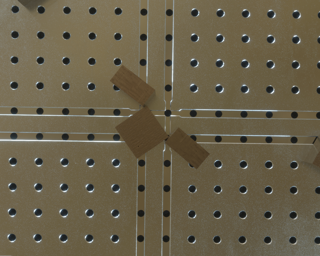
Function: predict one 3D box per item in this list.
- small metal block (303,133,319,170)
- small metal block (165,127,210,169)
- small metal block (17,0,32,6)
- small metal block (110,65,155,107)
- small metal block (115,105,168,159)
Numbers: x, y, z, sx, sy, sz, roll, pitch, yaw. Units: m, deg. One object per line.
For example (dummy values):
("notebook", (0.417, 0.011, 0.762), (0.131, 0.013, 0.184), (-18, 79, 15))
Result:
("small metal block", (0.233, 0.037, 0.417), (0.050, 0.025, 0.050), (30, 90, -1))
("small metal block", (0.033, 0.025, 0.401), (0.050, 0.050, 0.025), (40, 90, -1))
("small metal block", (-0.181, -0.201, 0.411), (0.050, 0.025, 0.050), (-37, 90, 0))
("small metal block", (-0.033, -0.052, 0.400), (0.050, 0.050, 0.025), (38, 90, -1))
("small metal block", (-0.023, 0.005, 0.413), (0.050, 0.025, 0.050), (-35, 90, 0))
